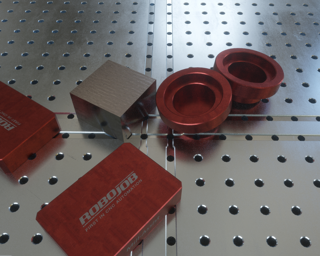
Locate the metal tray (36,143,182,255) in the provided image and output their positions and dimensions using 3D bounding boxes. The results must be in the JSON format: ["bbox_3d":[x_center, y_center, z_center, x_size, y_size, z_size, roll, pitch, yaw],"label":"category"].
[{"bbox_3d":[-0.050,0.084,0.334,0.090,0.030,0.131,35,58,25],"label":"metal tray"}]

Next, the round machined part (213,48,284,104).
[{"bbox_3d":[0.125,-0.073,0.453,0.099,0.042,0.098,4,45,-4],"label":"round machined part"}]

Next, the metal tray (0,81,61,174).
[{"bbox_3d":[-0.211,-0.008,0.409,0.130,0.030,0.090,28,55,21],"label":"metal tray"}]

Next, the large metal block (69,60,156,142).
[{"bbox_3d":[-0.060,-0.039,0.424,0.080,0.050,0.080,26,54,20],"label":"large metal block"}]

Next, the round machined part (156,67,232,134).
[{"bbox_3d":[0.046,-0.032,0.416,0.098,0.042,0.098,-6,54,9],"label":"round machined part"}]
